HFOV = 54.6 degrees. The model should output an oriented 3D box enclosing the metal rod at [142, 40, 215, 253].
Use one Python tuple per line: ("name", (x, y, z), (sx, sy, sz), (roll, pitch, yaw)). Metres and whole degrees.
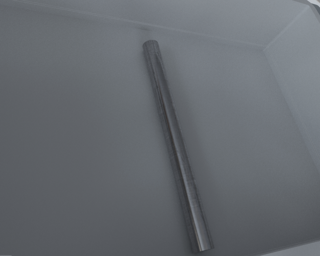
("metal rod", (0.017, 0.006, 0.410), (0.025, 0.025, 0.299), (1, 61, -28))
